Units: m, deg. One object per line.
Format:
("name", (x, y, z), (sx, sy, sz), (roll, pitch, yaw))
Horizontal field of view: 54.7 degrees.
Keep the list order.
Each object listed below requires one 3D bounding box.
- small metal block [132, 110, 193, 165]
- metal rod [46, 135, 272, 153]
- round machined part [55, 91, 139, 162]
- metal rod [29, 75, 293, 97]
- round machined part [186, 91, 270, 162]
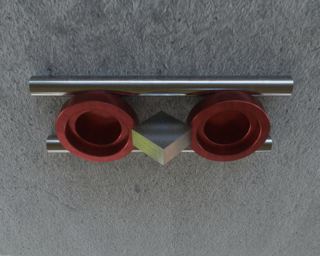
("small metal block", (0.003, 0.010, 0.366), (0.050, 0.050, 0.025), (31, 138, 32))
("metal rod", (0.000, 0.022, 0.427), (0.302, 0.025, 0.025), (0, 130, -1))
("round machined part", (-0.075, -0.006, 0.386), (0.099, 0.042, 0.097), (0, 130, 0))
("metal rod", (0.002, -0.050, 0.366), (0.302, 0.025, 0.025), (0, 130, -1))
("round machined part", (0.082, -0.006, 0.386), (0.099, 0.042, 0.097), (0, 130, 0))
